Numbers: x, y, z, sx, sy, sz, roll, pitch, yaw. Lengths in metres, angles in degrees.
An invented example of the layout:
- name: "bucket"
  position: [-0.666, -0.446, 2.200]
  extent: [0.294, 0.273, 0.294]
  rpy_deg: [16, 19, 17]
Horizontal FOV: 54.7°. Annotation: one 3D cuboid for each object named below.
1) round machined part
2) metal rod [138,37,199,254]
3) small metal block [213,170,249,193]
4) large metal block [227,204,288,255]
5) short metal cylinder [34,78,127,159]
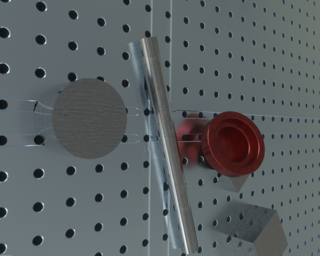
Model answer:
- name: "round machined part"
  position: [0.106, 0.027, 0.471]
  extent: [0.099, 0.042, 0.098]
  rpy_deg: [8, 68, -20]
- name: "metal rod"
  position: [0.013, 0.030, 0.420]
  extent: [0.025, 0.025, 0.298]
  rpy_deg: [-20, 103, -38]
- name: "small metal block"
  position: [0.120, 0.070, 0.510]
  extent: [0.050, 0.025, 0.050]
  rpy_deg: [-48, 119, -29]
- name: "large metal block"
  position: [0.171, 0.194, 0.537]
  extent: [0.080, 0.050, 0.080]
  rpy_deg: [-37, 113, -34]
- name: "short metal cylinder"
  position: [-0.082, -0.009, 0.324]
  extent: [0.081, 0.050, 0.079]
  rpy_deg: [0, 90, -40]
